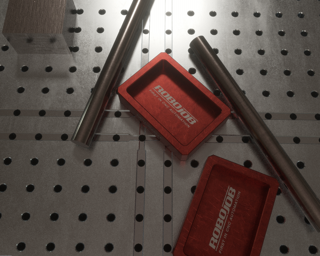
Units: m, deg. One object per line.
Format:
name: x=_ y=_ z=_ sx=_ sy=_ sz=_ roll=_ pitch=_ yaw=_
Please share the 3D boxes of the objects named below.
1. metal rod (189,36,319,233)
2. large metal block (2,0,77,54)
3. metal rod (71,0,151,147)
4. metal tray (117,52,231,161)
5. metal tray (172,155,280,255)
metal rod: x=0.126 y=-0.004 z=0.414 sx=0.025 sy=0.025 sz=0.299 roll=-27 pitch=73 yaw=-10
large metal block: x=-0.172 y=-0.157 z=0.454 sx=0.081 sy=0.050 sz=0.080 roll=0 pitch=70 yaw=0
metal rod: x=-0.058 y=-0.113 z=0.452 sx=0.025 sy=0.025 sz=0.299 roll=17 pitch=71 yaw=6
metal tray: x=0.018 y=-0.031 z=0.420 sx=0.090 sy=0.030 sz=0.130 roll=-42 pitch=76 yaw=-14
metal tray: x=0.079 y=0.108 z=0.370 sx=0.090 sy=0.030 sz=0.130 roll=21 pitch=71 yaw=7
